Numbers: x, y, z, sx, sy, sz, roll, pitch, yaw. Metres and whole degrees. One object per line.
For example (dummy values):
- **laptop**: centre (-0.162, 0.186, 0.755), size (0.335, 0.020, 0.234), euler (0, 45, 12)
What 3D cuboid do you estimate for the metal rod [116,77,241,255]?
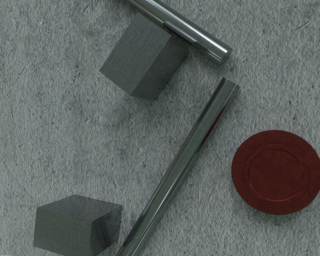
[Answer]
- **metal rod**: centre (0.014, 0.072, 0.403), size (0.025, 0.025, 0.299), euler (33, 100, 16)

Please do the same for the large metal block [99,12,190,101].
- **large metal block**: centre (-0.016, -0.083, 0.384), size (0.050, 0.080, 0.080), euler (39, 102, 15)

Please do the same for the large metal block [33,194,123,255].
- **large metal block**: centre (-0.107, 0.130, 0.416), size (0.080, 0.080, 0.050), euler (7, 93, 19)

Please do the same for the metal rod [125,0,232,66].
- **metal rod**: centre (-0.032, -0.178, 0.419), size (0.300, 0.025, 0.025), euler (39, 102, 15)

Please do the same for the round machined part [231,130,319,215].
- **round machined part**: centre (0.132, 0.051, 0.354), size (0.098, 0.042, 0.097), euler (0, 90, 19)
